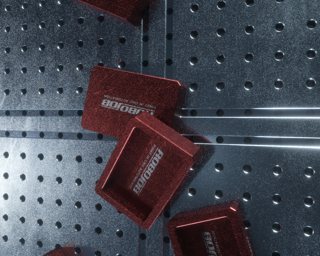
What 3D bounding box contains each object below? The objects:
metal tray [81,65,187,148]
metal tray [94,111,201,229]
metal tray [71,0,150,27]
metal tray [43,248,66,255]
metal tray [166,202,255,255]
[{"bbox_3d":[-0.038,-0.029,0.422,0.130,0.030,0.089,14,95,19],"label":"metal tray"},{"bbox_3d":[-0.019,0.055,0.392,0.090,0.030,0.129,34,117,10],"label":"metal tray"},{"bbox_3d":[-0.072,-0.209,0.434,0.130,0.030,0.090,27,99,17],"label":"metal tray"},{"bbox_3d":[-0.146,0.259,0.459,0.130,0.030,0.090,44,103,14],"label":"metal tray"},{"bbox_3d":[0.070,0.167,0.384,0.090,0.030,0.129,-19,84,18],"label":"metal tray"}]
